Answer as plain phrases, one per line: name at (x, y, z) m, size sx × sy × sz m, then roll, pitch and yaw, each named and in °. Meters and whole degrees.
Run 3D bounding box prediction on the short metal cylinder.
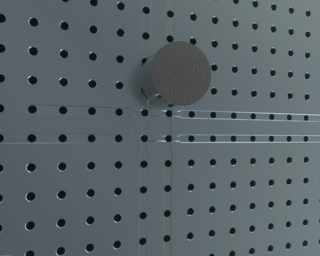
short metal cylinder at (0.019, -0.068, 0.406) m, size 0.081 × 0.050 × 0.080 m, roll 0°, pitch 90°, yaw -20°
